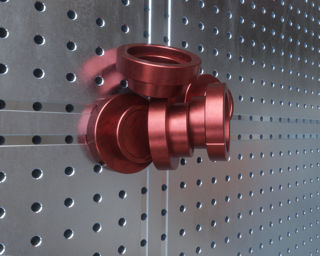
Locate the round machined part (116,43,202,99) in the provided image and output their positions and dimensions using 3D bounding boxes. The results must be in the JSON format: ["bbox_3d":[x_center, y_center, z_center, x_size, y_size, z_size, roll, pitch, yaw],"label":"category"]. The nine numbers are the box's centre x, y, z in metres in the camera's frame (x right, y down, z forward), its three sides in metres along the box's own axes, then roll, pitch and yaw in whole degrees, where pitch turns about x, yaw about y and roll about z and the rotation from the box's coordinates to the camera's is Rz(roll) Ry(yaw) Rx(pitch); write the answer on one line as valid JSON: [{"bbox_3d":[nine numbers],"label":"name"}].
[{"bbox_3d":[-0.003,-0.067,0.367,0.099,0.098,0.042,-16,126,-39],"label":"round machined part"}]

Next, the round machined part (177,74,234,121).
[{"bbox_3d":[0.073,-0.032,0.461,0.099,0.042,0.097,0,90,-40],"label":"round machined part"}]

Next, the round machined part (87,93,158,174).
[{"bbox_3d":[-0.034,0.006,0.372,0.099,0.042,0.097,0,90,-40],"label":"round machined part"}]

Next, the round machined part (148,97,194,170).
[{"bbox_3d":[0.018,0.003,0.384,0.098,0.042,0.097,-4,91,-77],"label":"round machined part"}]

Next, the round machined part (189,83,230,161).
[{"bbox_3d":[0.063,-0.007,0.391,0.098,0.042,0.097,-2,91,-73],"label":"round machined part"}]
